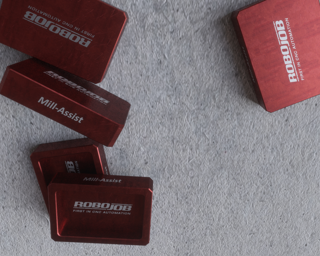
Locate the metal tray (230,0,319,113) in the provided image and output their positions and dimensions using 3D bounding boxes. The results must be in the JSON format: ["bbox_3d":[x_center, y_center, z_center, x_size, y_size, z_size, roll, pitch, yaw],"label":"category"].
[{"bbox_3d":[0.150,-0.094,0.374,0.090,0.030,0.129,-22,109,7],"label":"metal tray"}]

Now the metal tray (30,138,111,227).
[{"bbox_3d":[-0.116,0.081,0.435,0.091,0.030,0.129,-8,110,3],"label":"metal tray"}]

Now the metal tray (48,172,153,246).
[{"bbox_3d":[-0.077,0.109,0.413,0.131,0.030,0.089,3,110,-2],"label":"metal tray"}]

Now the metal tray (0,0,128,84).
[{"bbox_3d":[-0.113,-0.119,0.362,0.131,0.030,0.089,23,108,-9],"label":"metal tray"}]

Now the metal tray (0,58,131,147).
[{"bbox_3d":[-0.102,-0.034,0.361,0.131,0.090,0.030,28,108,-10],"label":"metal tray"}]
